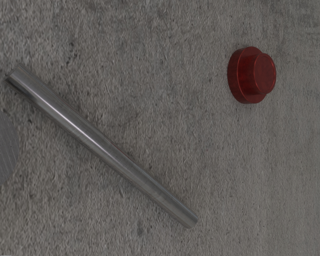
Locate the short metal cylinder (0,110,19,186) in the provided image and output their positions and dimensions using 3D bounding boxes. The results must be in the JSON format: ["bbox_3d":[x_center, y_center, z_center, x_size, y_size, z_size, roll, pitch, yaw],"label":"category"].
[{"bbox_3d":[-0.164,0.016,0.251,0.081,0.050,0.079,0,90,-40],"label":"short metal cylinder"}]

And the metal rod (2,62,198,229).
[{"bbox_3d":[-0.047,0.040,0.365,0.300,0.025,0.025,45,63,-31],"label":"metal rod"}]

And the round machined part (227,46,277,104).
[{"bbox_3d":[0.163,-0.091,0.530,0.099,0.042,0.097,0,90,-40],"label":"round machined part"}]
